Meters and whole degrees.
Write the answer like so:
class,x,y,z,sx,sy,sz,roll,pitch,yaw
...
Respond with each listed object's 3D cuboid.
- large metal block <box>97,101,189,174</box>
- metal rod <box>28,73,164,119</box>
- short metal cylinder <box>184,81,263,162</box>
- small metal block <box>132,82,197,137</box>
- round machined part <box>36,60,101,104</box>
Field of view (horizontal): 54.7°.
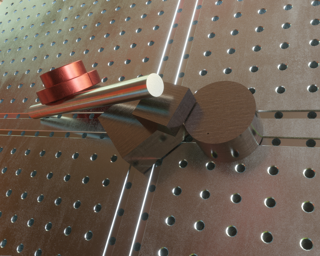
class,x,y,z,sx,sy,sz,roll,pitch,yaw
large metal block,-0.021,-0.003,0.401,0.080,0.050,0.080,-39,51,1
metal rod,-0.111,-0.036,0.431,0.300,0.025,0.025,-5,58,45
short metal cylinder,0.074,-0.007,0.357,0.080,0.050,0.080,-13,56,20
small metal block,0.005,-0.024,0.352,0.050,0.025,0.050,20,72,35
round machined part,-0.146,-0.075,0.483,0.098,0.042,0.098,-19,15,6
